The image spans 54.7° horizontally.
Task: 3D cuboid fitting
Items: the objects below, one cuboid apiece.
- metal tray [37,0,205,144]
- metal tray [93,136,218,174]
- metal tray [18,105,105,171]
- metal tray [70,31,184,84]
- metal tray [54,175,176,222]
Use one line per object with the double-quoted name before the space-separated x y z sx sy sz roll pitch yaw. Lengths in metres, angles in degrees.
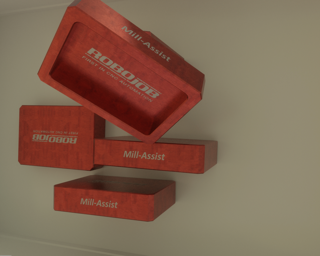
"metal tray" -0.036 -0.047 0.287 0.130 0.030 0.090 32 133 -15
"metal tray" -0.002 0.029 0.375 0.130 0.090 0.030 2 91 19
"metal tray" -0.146 0.012 0.458 0.130 0.030 0.089 2 91 19
"metal tray" -0.030 -0.074 0.364 0.090 0.130 0.030 -4 89 20
"metal tray" -0.055 0.085 0.394 0.130 0.090 0.030 1 91 19
